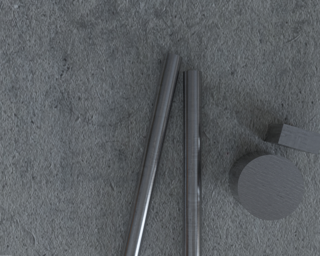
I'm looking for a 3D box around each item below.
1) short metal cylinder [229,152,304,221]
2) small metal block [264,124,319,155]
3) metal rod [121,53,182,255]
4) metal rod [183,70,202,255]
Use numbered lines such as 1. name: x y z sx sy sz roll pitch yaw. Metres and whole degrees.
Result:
1. short metal cylinder: 0.134 0.072 0.399 0.081 0.050 0.079 0 90 0
2. small metal block: 0.170 0.013 0.399 0.050 0.050 0.025 16 90 0
3. metal rod: -0.014 0.051 0.409 0.025 0.025 0.298 12 90 0
4. metal rod: 0.043 0.075 0.410 0.025 0.025 0.298 0 90 0
